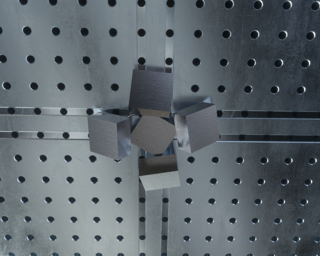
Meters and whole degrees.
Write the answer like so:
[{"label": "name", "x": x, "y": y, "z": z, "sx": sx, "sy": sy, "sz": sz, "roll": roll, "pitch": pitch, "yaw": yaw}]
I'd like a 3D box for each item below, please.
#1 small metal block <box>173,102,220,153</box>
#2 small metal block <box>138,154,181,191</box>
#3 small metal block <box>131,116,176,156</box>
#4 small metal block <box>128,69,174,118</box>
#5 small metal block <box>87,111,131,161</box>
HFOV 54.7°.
[{"label": "small metal block", "x": 0.048, "y": -0.002, "z": 0.401, "sx": 0.050, "sy": 0.025, "sz": 0.050, "roll": -22, "pitch": 113, "yaw": -30}, {"label": "small metal block", "x": 0.000, "y": 0.062, "z": 0.423, "sx": 0.050, "sy": 0.025, "sz": 0.050, "roll": -8, "pitch": 146, "yaw": 3}, {"label": "small metal block", "x": -0.009, "y": 0.005, "z": 0.415, "sx": 0.050, "sy": 0.025, "sz": 0.050, "roll": 30, "pitch": 107, "yaw": -11}, {"label": "small metal block", "x": -0.011, "y": -0.042, "z": 0.384, "sx": 0.050, "sy": 0.025, "sz": 0.050, "roll": 6, "pitch": 74, "yaw": -3}, {"label": "small metal block", "x": -0.066, "y": 0.009, "z": 0.404, "sx": 0.050, "sy": 0.025, "sz": 0.050, "roll": 13, "pitch": 114, "yaw": 32}]
